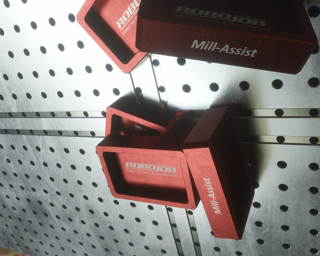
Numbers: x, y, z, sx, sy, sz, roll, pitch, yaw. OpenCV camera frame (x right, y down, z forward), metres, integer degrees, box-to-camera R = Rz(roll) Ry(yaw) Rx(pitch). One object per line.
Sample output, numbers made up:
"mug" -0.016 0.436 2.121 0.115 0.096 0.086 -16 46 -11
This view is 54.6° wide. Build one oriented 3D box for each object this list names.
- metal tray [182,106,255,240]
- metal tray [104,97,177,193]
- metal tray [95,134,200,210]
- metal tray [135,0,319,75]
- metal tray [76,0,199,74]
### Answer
"metal tray" 0.074 0.051 0.361 0.030 0.090 0.129 -7 115 32
"metal tray" -0.033 0.030 0.444 0.090 0.030 0.129 21 126 15
"metal tray" -0.014 0.056 0.410 0.130 0.030 0.090 2 119 27
"metal tray" 0.051 -0.093 0.255 0.131 0.090 0.030 8 141 -2
"metal tray" -0.025 -0.133 0.339 0.090 0.030 0.129 48 129 -6
